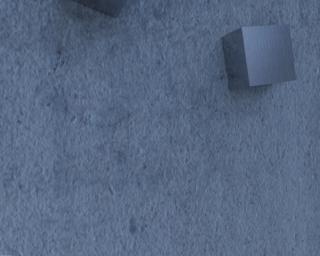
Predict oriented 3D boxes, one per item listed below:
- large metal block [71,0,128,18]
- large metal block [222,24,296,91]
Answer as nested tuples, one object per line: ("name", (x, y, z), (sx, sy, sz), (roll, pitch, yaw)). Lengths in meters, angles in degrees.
("large metal block", (-0.073, -0.176, 0.353), (0.081, 0.080, 0.050), (16, 85, -20))
("large metal block", (0.143, -0.101, 0.450), (0.081, 0.050, 0.079), (-10, 94, -20))
